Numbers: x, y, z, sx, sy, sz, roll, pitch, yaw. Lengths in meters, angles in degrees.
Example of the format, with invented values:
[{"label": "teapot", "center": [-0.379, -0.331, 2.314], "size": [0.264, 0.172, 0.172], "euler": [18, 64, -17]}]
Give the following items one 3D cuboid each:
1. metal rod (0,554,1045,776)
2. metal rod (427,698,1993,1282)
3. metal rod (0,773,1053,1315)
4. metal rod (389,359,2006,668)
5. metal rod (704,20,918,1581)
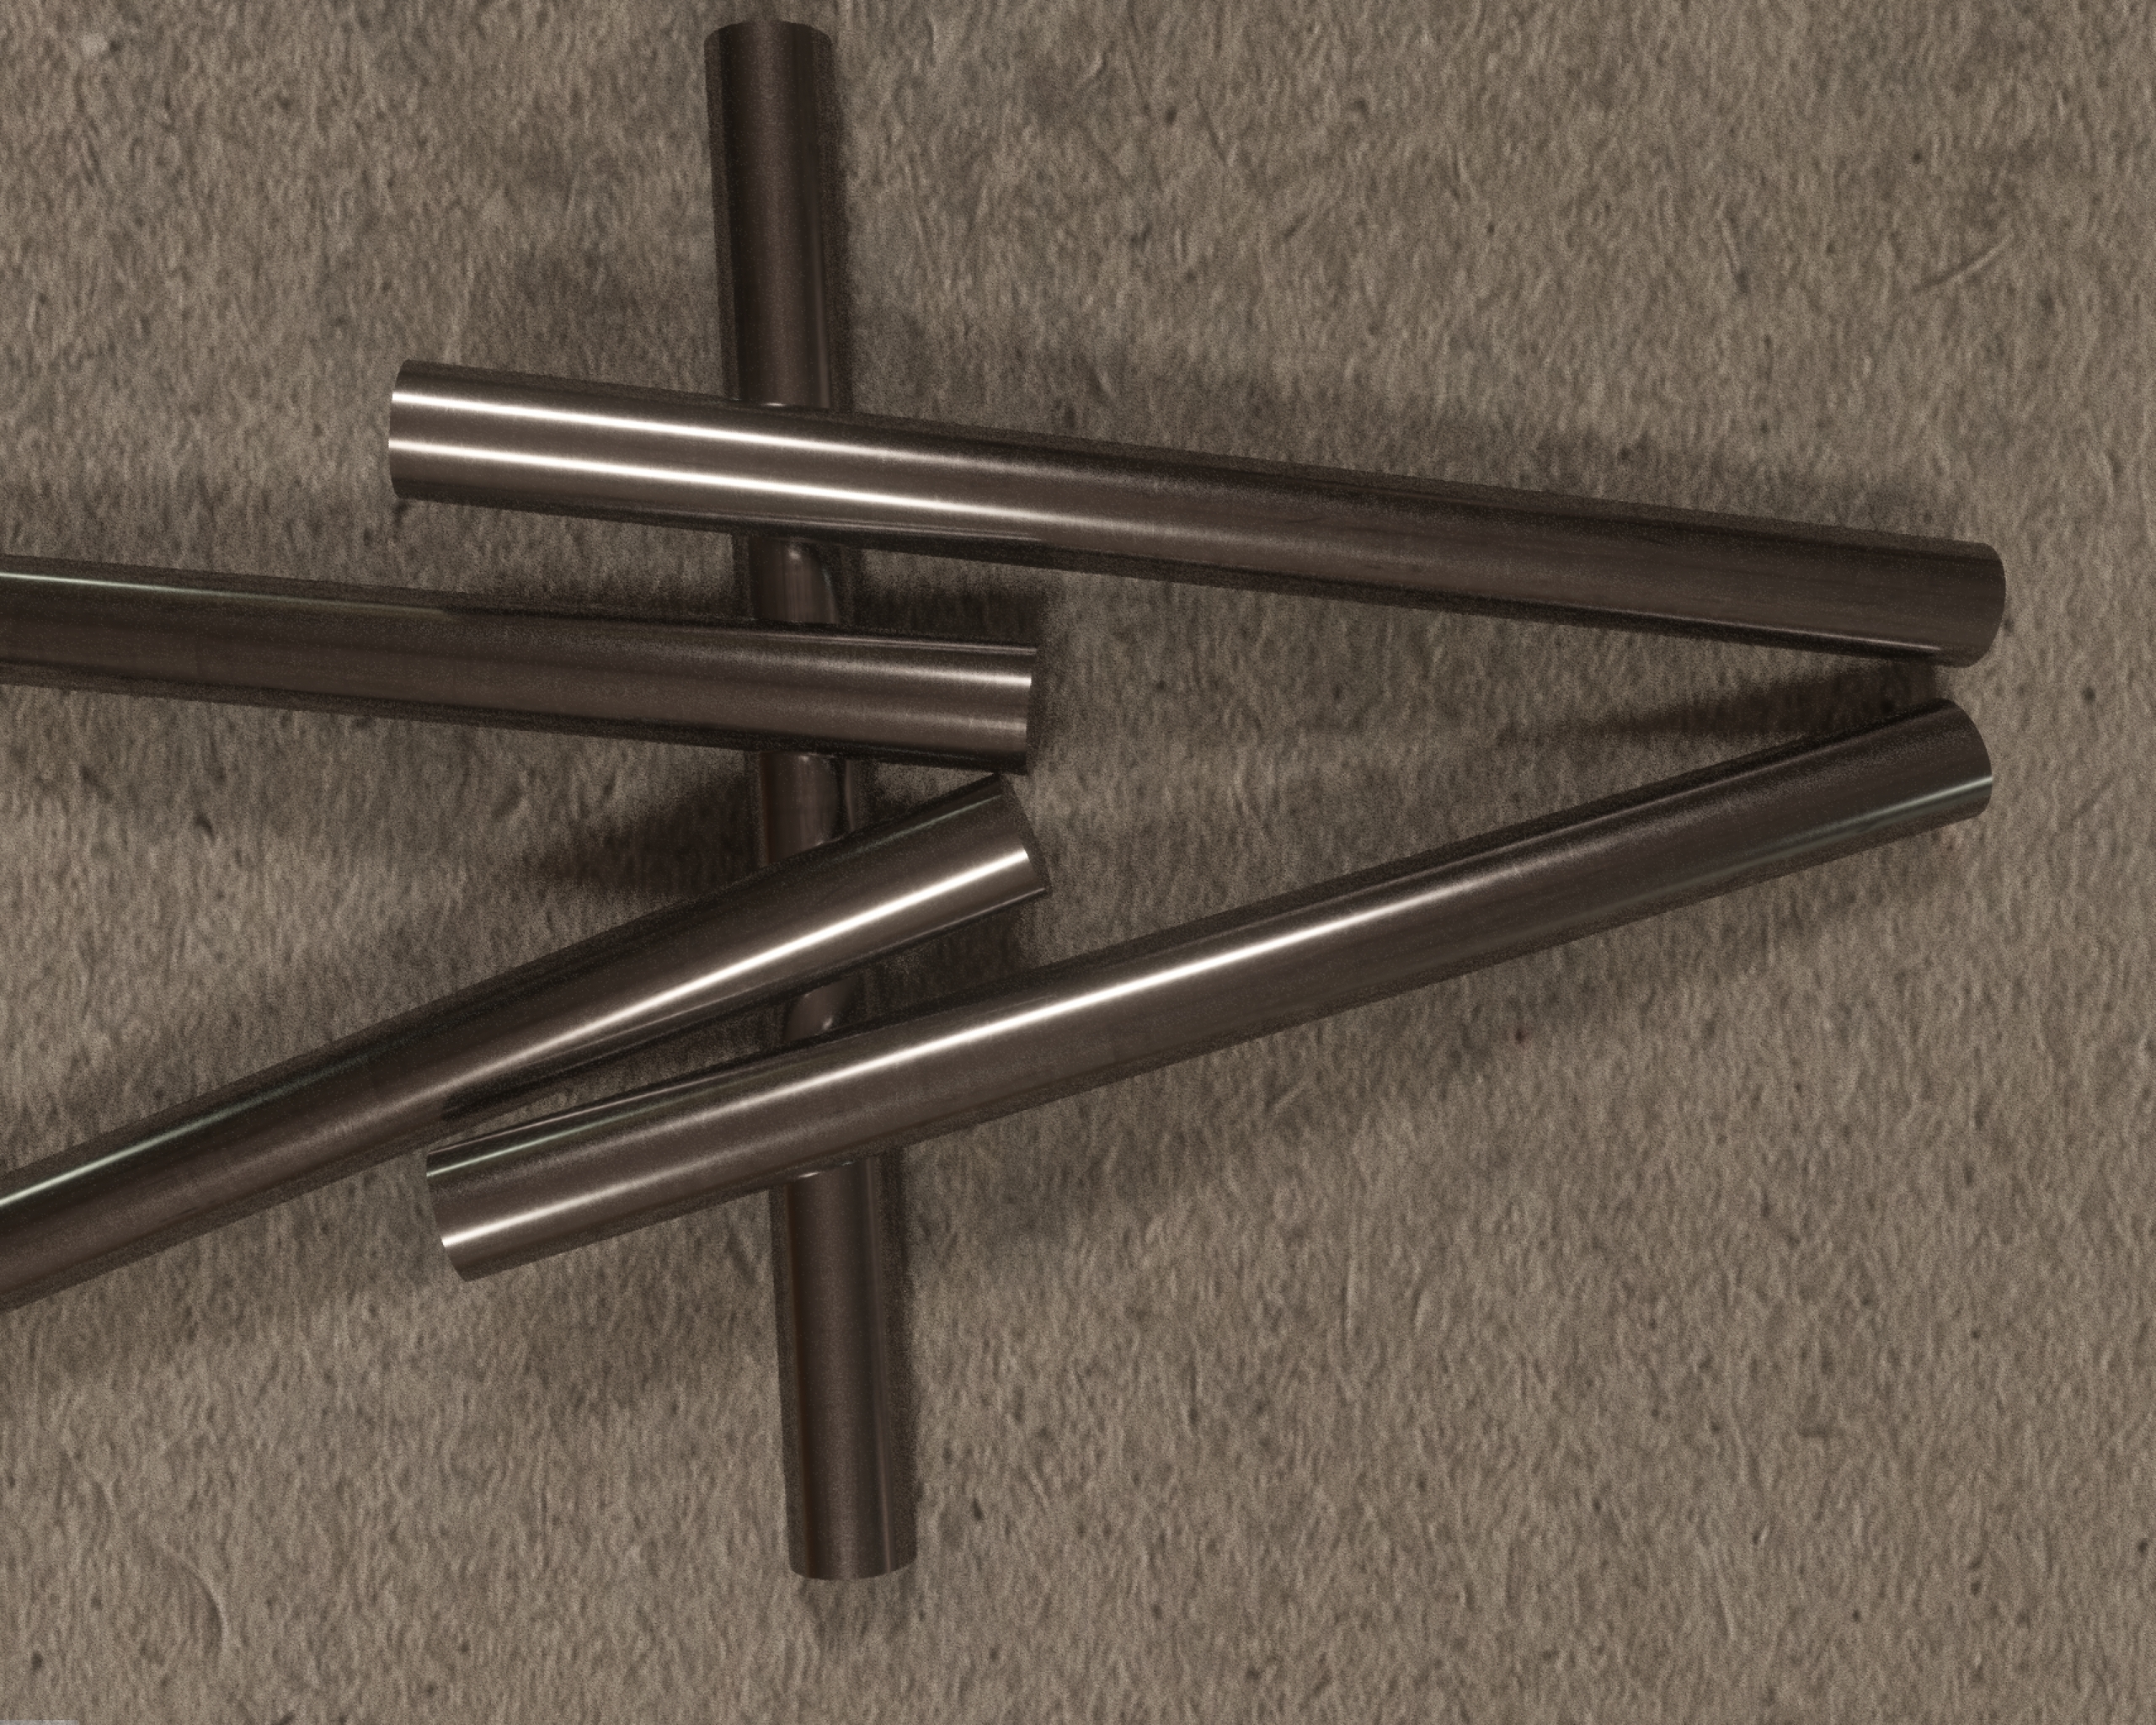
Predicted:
[{"label": "metal rod", "center": [-0.157, -0.042, 0.395], "size": [0.302, 0.025, 0.025], "euler": [5, 90, 5]}, {"label": "metal rod", "center": [0.030, 0.022, 0.396], "size": [0.302, 0.025, 0.025], "euler": [-16, 90, -7]}, {"label": "metal rod", "center": [-0.149, 0.050, 0.395], "size": [0.301, 0.025, 0.025], "euler": [-22, 90, 5]}, {"label": "metal rod", "center": [0.028, -0.065, 0.395], "size": [0.302, 0.025, 0.025], "euler": [5, 90, -7]}, {"label": "metal rod", "center": [-0.052, -0.012, 0.410], "size": [0.025, 0.025, 0.298], "euler": [-3, 90, -1]}]
